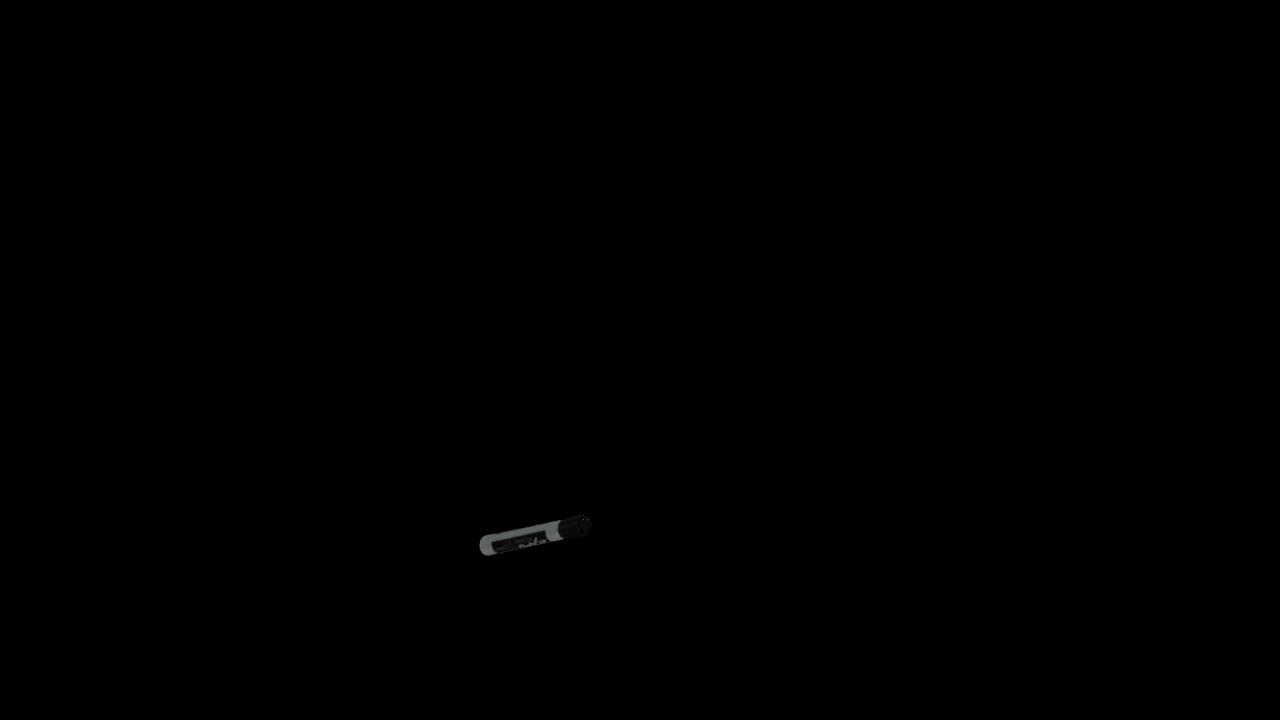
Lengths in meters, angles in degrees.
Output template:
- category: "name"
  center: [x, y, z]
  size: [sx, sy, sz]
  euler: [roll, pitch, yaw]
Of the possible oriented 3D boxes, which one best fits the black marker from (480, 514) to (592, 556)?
- category: "black marker"
  center: [-0.095, 0.159, 0.559]
  size: [0.121, 0.020, 0.020]
  euler: [-19, -9, 26]
